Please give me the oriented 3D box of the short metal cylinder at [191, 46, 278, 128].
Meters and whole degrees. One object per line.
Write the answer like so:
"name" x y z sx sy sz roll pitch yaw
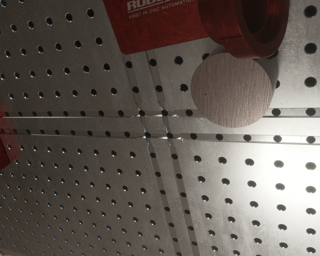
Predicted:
"short metal cylinder" 0.079 -0.047 0.324 0.080 0.050 0.079 13 124 20

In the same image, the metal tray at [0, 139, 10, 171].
"metal tray" -0.357 0.021 0.604 0.090 0.030 0.129 8 122 23

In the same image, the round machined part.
"round machined part" 0.069 -0.108 0.264 0.042 0.099 0.097 6 123 44

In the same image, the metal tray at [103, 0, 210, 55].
"metal tray" 0.005 -0.134 0.321 0.130 0.030 0.089 -4 117 29
